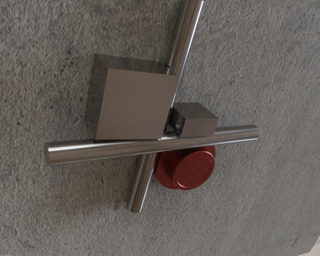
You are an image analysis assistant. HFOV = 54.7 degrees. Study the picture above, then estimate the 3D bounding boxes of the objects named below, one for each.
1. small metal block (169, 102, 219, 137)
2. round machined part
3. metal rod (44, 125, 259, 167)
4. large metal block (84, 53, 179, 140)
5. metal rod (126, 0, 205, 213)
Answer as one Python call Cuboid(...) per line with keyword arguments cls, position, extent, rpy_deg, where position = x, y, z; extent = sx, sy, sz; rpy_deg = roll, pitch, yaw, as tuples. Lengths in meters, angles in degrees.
Cuboid(cls="small metal block", position=(0.040, -0.013, 0.408), extent=(0.050, 0.050, 0.025), rpy_deg=(-2, 119, -28))
Cuboid(cls="round machined part", position=(0.040, 0.052, 0.452), extent=(0.099, 0.042, 0.097), rpy_deg=(-14, 125, -21))
Cuboid(cls="metal rod", position=(0.013, 0.017, 0.395), extent=(0.303, 0.025, 0.025), rpy_deg=(-4, 121, -31))
Cuboid(cls="large metal block", position=(-0.035, -0.034, 0.352), extent=(0.081, 0.050, 0.079), rpy_deg=(1, 118, -29))
Cuboid(cls="metal rod", position=(-0.001, -0.013, 0.402), extent=(0.025, 0.025, 0.298), rpy_deg=(2, 118, -30))
